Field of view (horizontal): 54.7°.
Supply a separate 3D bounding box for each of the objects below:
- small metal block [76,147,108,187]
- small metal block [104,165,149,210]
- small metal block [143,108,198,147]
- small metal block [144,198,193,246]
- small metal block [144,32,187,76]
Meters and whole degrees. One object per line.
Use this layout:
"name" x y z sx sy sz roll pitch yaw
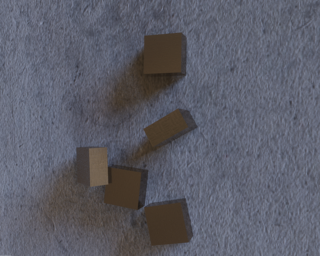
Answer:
"small metal block" -0.094 0.052 0.428 0.050 0.025 0.050 -3 89 56
"small metal block" -0.046 0.080 0.424 0.050 0.025 0.050 7 92 19
"small metal block" 0.015 0.000 0.390 0.050 0.050 0.025 -30 80 17
"small metal block" 0.012 0.122 0.404 0.050 0.025 0.050 -13 86 19
"small metal block" 0.007 -0.095 0.406 0.050 0.025 0.050 1 90 19
